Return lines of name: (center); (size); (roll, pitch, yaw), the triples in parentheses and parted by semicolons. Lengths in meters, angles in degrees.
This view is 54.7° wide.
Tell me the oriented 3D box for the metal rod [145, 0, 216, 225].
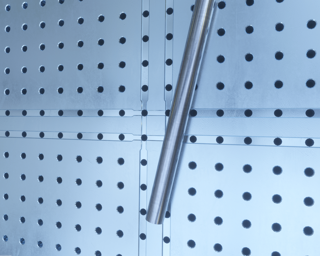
metal rod: (0.026, -0.021, 0.402); (0.025, 0.025, 0.298); (14, 95, 19)
